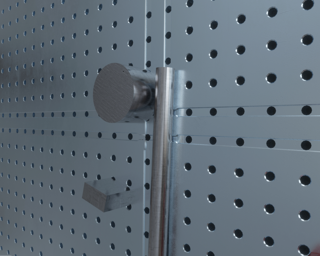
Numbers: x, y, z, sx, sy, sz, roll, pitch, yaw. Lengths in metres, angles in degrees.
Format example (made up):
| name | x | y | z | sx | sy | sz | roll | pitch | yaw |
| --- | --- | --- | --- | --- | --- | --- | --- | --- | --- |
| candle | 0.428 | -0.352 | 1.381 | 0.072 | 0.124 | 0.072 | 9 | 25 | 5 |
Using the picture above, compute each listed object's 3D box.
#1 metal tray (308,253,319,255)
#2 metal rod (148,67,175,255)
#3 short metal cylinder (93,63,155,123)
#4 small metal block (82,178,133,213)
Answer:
| name | x | y | z | sx | sy | sz | roll | pitch | yaw |
| --- | --- | --- | --- | --- | --- | --- | --- | --- | --- |
| metal tray | 0.136 | 0.197 | 0.292 | 0.090 | 0.030 | 0.129 | 46 | 117 | 30 |
| metal rod | 0.001 | 0.072 | 0.406 | 0.025 | 0.025 | 0.298 | 4 | 93 | 39 |
| short metal cylinder | -0.047 | -0.047 | 0.430 | 0.080 | 0.050 | 0.079 | 0 | 90 | 39 |
| small metal block | -0.077 | 0.097 | 0.454 | 0.050 | 0.050 | 0.025 | 19 | 102 | 38 |
